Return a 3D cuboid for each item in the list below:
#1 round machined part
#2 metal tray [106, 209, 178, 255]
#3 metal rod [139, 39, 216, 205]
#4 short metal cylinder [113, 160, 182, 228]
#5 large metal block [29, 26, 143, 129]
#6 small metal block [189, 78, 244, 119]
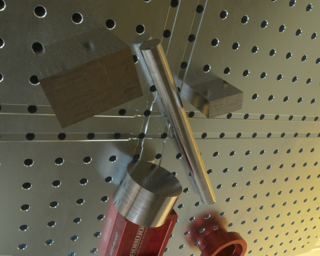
[{"bbox_3d":[0.120,0.242,0.616,0.099,0.042,0.097,-14,124,-21],"label":"round machined part"},{"bbox_3d":[-0.033,0.183,0.503,0.091,0.030,0.129,3,117,-30],"label":"metal tray"},{"bbox_3d":[0.036,0.014,0.439,0.025,0.025,0.299,-31,129,-9],"label":"metal rod"},{"bbox_3d":[-0.017,0.087,0.420,0.081,0.080,0.050,13,112,-34],"label":"short metal cylinder"},{"bbox_3d":[-0.073,-0.054,0.302,0.081,0.080,0.050,-24,127,-14],"label":"large metal block"},{"bbox_3d":[0.073,-0.040,0.410,0.050,0.050,0.025,-16,125,-19],"label":"small metal block"}]
